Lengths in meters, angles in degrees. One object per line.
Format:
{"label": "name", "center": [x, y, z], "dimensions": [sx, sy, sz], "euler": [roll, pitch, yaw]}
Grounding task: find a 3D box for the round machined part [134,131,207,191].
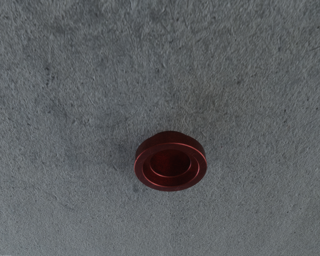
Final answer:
{"label": "round machined part", "center": [0.014, 0.042, 0.434], "dimensions": [0.099, 0.042, 0.097], "euler": [-1, 130, 0]}
